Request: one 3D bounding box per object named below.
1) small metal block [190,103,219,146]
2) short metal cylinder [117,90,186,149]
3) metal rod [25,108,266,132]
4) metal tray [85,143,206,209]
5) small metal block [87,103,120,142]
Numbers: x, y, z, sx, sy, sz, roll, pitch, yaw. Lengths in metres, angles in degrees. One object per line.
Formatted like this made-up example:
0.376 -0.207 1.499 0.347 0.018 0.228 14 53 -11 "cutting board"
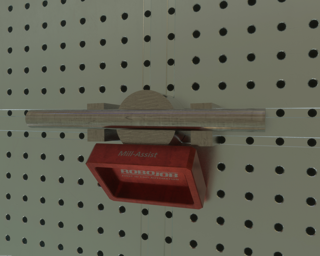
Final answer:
0.056 -0.004 0.380 0.025 0.050 0.050 -1 90 20 "small metal block"
-0.010 -0.007 0.402 0.080 0.050 0.080 0 90 20 "short metal cylinder"
-0.033 -0.010 0.371 0.301 0.025 0.025 1 90 20 "metal rod"
-0.015 0.060 0.385 0.130 0.090 0.030 1 47 20 "metal tray"
-0.075 -0.007 0.426 0.025 0.050 0.050 -1 90 20 "small metal block"
